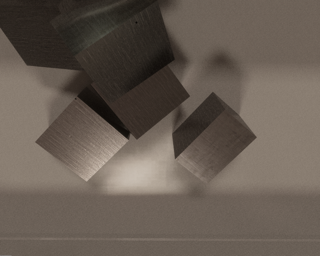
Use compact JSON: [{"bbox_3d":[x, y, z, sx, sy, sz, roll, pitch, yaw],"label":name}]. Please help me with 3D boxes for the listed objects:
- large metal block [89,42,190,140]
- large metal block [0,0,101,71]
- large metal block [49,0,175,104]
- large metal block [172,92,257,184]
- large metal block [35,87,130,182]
[{"bbox_3d":[-0.026,-0.046,0.369,0.080,0.050,0.080,-40,107,-6],"label":"large metal block"},{"bbox_3d":[-0.114,-0.109,0.325,0.080,0.050,0.080,8,148,16],"label":"large metal block"},{"bbox_3d":[-0.040,-0.081,0.292,0.080,0.080,0.050,-36,63,-4],"label":"large metal block"},{"bbox_3d":[0.062,0.009,0.386,0.050,0.080,0.080,40,105,-14],"label":"large metal block"},{"bbox_3d":[-0.095,0.007,0.399,0.080,0.050,0.080,42,105,-14],"label":"large metal block"}]
